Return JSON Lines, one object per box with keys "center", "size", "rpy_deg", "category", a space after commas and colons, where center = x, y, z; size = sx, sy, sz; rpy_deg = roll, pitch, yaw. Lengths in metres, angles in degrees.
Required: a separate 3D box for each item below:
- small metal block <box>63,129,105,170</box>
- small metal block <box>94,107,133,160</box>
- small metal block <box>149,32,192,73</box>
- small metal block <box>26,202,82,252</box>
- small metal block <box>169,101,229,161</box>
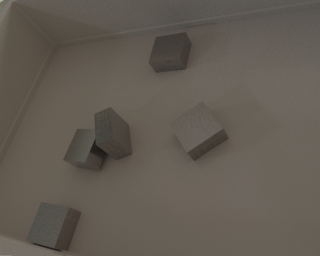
{"center": [-0.102, 0.029, 0.437], "size": [0.050, 0.025, 0.050], "rpy_deg": [0, 61, 39], "category": "small metal block"}
{"center": [-0.063, 0.008, 0.418], "size": [0.025, 0.050, 0.050], "rpy_deg": [-22, 54, 15], "category": "small metal block"}
{"center": [0.016, -0.113, 0.467], "size": [0.050, 0.025, 0.050], "rpy_deg": [-1, 61, 28], "category": "small metal block"}
{"center": [-0.137, 0.127, 0.400], "size": [0.050, 0.025, 0.050], "rpy_deg": [1, 62, 28], "category": "small metal block"}
{"center": [0.047, 0.003, 0.379], "size": [0.050, 0.025, 0.050], "rpy_deg": [-34, 51, 5], "category": "small metal block"}
